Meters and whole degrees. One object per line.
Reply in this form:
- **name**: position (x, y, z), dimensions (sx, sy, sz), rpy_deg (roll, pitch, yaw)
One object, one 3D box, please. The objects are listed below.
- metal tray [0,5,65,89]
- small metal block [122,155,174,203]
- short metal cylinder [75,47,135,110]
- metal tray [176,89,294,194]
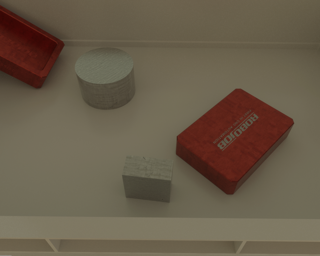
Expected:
- **metal tray**: position (-0.221, -0.126, 0.461), dimensions (0.131, 0.030, 0.090), rpy_deg (28, 47, -21)
- **small metal block**: position (-0.012, 0.057, 0.341), dimensions (0.050, 0.050, 0.025), rpy_deg (6, 51, 4)
- **short metal cylinder**: position (-0.077, -0.072, 0.449), dimensions (0.081, 0.050, 0.080), rpy_deg (0, 50, 0)
- **metal tray**: position (0.095, 0.011, 0.394), dimensions (0.090, 0.030, 0.131), rpy_deg (38, 59, 27)
